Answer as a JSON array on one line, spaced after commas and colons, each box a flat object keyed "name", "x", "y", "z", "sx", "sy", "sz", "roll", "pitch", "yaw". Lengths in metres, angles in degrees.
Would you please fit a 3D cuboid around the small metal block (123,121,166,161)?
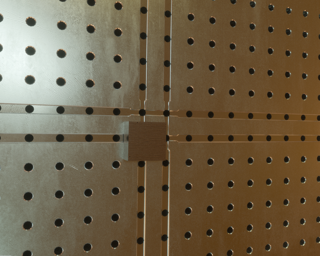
[{"name": "small metal block", "x": -0.020, "y": 0.017, "z": 0.406, "sx": 0.050, "sy": 0.025, "sz": 0.050, "roll": 1, "pitch": 90, "yaw": -21}]
